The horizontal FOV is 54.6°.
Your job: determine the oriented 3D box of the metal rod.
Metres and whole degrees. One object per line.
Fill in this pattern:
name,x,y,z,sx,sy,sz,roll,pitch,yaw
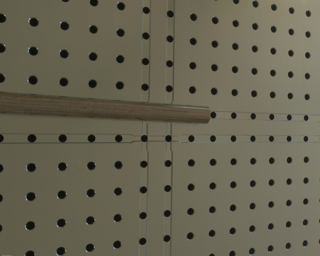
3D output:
metal rod,-0.077,-0.024,0.384,0.302,0.025,0.025,2,89,-20
